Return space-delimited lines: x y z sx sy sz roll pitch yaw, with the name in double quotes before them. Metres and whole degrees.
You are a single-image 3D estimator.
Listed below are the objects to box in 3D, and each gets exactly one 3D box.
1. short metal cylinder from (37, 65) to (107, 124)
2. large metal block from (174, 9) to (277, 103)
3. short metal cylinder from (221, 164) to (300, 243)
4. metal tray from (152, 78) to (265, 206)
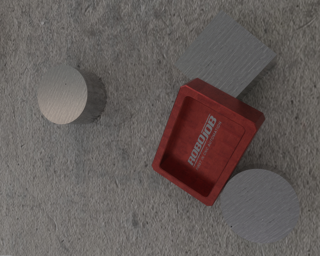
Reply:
"short metal cylinder" -0.124 -0.045 0.439 0.080 0.050 0.079 0 90 20
"large metal block" 0.078 -0.076 0.368 0.080 0.050 0.080 45 104 14
"short metal cylinder" 0.114 0.083 0.355 0.080 0.050 0.079 0 90 20
"metal tray" 0.049 0.019 0.359 0.090 0.030 0.129 32 128 17
